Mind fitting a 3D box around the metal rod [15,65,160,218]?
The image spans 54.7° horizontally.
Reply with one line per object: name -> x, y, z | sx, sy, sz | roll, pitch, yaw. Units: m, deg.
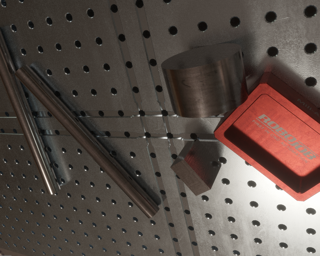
metal rod -> -0.109, 0.025, 0.481 | 0.300, 0.025, 0.025 | 48, 128, -7

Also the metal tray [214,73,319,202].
metal tray -> 0.138, 0.013, 0.342 | 0.130, 0.030, 0.089 | 38, 129, 2

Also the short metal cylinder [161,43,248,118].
short metal cylinder -> 0.046, -0.051, 0.319 | 0.080, 0.080, 0.050 | -2, 117, 29

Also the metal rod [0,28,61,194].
metal rod -> -0.223, -0.013, 0.517 | 0.025, 0.025, 0.298 | 5, 121, 25

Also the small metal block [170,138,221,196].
small metal block -> 0.047, 0.050, 0.400 | 0.050, 0.050, 0.025 | 49, 129, -7
